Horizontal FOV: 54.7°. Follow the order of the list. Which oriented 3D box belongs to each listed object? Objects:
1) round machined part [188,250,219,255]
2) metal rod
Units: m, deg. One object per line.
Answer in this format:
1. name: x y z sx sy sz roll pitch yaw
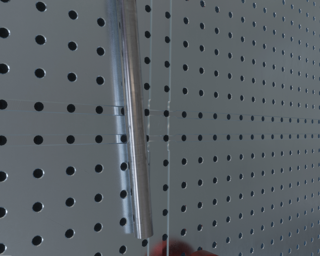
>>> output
1. round machined part: 0.051 0.224 0.442 0.099 0.042 0.097 0 90 -40
2. metal rod: -0.031 -0.013 0.383 0.025 0.025 0.298 -7 95 -40
